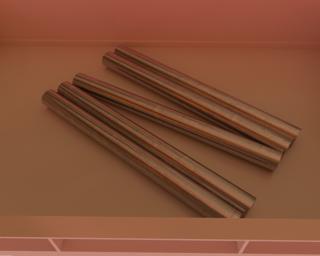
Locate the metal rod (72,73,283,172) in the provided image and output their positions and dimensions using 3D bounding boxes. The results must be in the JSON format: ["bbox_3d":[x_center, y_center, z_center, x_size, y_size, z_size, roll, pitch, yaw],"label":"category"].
[{"bbox_3d":[0.010,-0.015,0.416,0.301,0.025,0.025,23,54,18],"label":"metal rod"}]

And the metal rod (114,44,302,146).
[{"bbox_3d":[0.054,-0.057,0.451,0.300,0.025,0.025,30,56,22],"label":"metal rod"}]

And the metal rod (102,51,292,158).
[{"bbox_3d":[0.036,-0.042,0.439,0.300,0.025,0.025,30,56,22],"label":"metal rod"}]

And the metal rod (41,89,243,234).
[{"bbox_3d":[-0.039,0.028,0.380,0.300,0.025,0.025,31,57,23],"label":"metal rod"}]

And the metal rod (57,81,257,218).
[{"bbox_3d":[-0.021,0.015,0.391,0.300,0.025,0.025,31,57,23],"label":"metal rod"}]
